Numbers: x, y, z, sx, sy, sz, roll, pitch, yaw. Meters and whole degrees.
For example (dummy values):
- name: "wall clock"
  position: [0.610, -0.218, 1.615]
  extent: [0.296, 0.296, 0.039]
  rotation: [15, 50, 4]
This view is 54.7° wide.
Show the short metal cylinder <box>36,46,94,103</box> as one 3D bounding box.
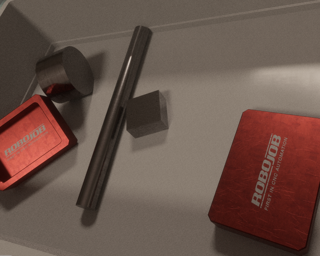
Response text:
- name: "short metal cylinder"
  position: [-0.151, -0.085, 0.500]
  extent: [0.050, 0.080, 0.080]
  rotation: [-16, 55, 19]

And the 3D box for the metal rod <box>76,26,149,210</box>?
- name: "metal rod"
  position: [-0.062, -0.031, 0.455]
  extent: [0.025, 0.025, 0.300]
  rotation: [-1, 61, 27]

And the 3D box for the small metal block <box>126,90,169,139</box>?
- name: "small metal block"
  position: [-0.018, -0.019, 0.425]
  extent: [0.050, 0.025, 0.050]
  rotation: [-16, 55, 18]

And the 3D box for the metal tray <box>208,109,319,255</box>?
- name: "metal tray"
  position: [0.113, 0.048, 0.313]
  extent: [0.090, 0.030, 0.130]
  rotation: [11, 67, 32]

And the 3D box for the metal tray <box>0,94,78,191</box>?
- name: "metal tray"
  position: [-0.203, 0.022, 0.464]
  extent: [0.130, 0.030, 0.090]
  rotation: [-35, 85, 5]
